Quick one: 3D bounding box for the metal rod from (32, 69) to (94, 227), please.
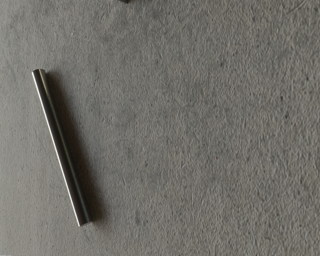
[{"bbox_3d":[-0.175,0.025,0.546,0.025,0.025,0.299,-36,68,34],"label":"metal rod"}]

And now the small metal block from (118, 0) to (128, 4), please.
[{"bbox_3d":[-0.065,-0.218,0.456,0.050,0.025,0.050,35,111,34],"label":"small metal block"}]
